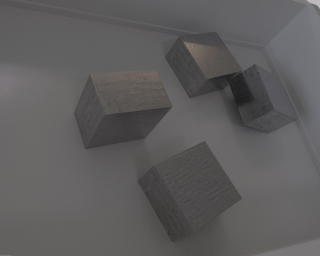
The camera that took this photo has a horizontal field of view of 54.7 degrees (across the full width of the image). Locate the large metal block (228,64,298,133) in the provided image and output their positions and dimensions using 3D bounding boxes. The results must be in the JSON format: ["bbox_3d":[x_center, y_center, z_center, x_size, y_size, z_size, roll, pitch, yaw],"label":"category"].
[{"bbox_3d":[0.162,-0.044,0.489,0.081,0.050,0.080,13,54,-44],"label":"large metal block"}]

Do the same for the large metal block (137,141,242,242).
[{"bbox_3d":[0.034,0.072,0.364,0.081,0.050,0.080,-22,74,-36],"label":"large metal block"}]

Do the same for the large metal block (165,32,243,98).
[{"bbox_3d":[0.068,-0.101,0.488,0.081,0.050,0.080,-18,71,-35],"label":"large metal block"}]

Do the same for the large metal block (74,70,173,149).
[{"bbox_3d":[-0.045,-0.021,0.359,0.081,0.080,0.050,-9,67,-32],"label":"large metal block"}]
